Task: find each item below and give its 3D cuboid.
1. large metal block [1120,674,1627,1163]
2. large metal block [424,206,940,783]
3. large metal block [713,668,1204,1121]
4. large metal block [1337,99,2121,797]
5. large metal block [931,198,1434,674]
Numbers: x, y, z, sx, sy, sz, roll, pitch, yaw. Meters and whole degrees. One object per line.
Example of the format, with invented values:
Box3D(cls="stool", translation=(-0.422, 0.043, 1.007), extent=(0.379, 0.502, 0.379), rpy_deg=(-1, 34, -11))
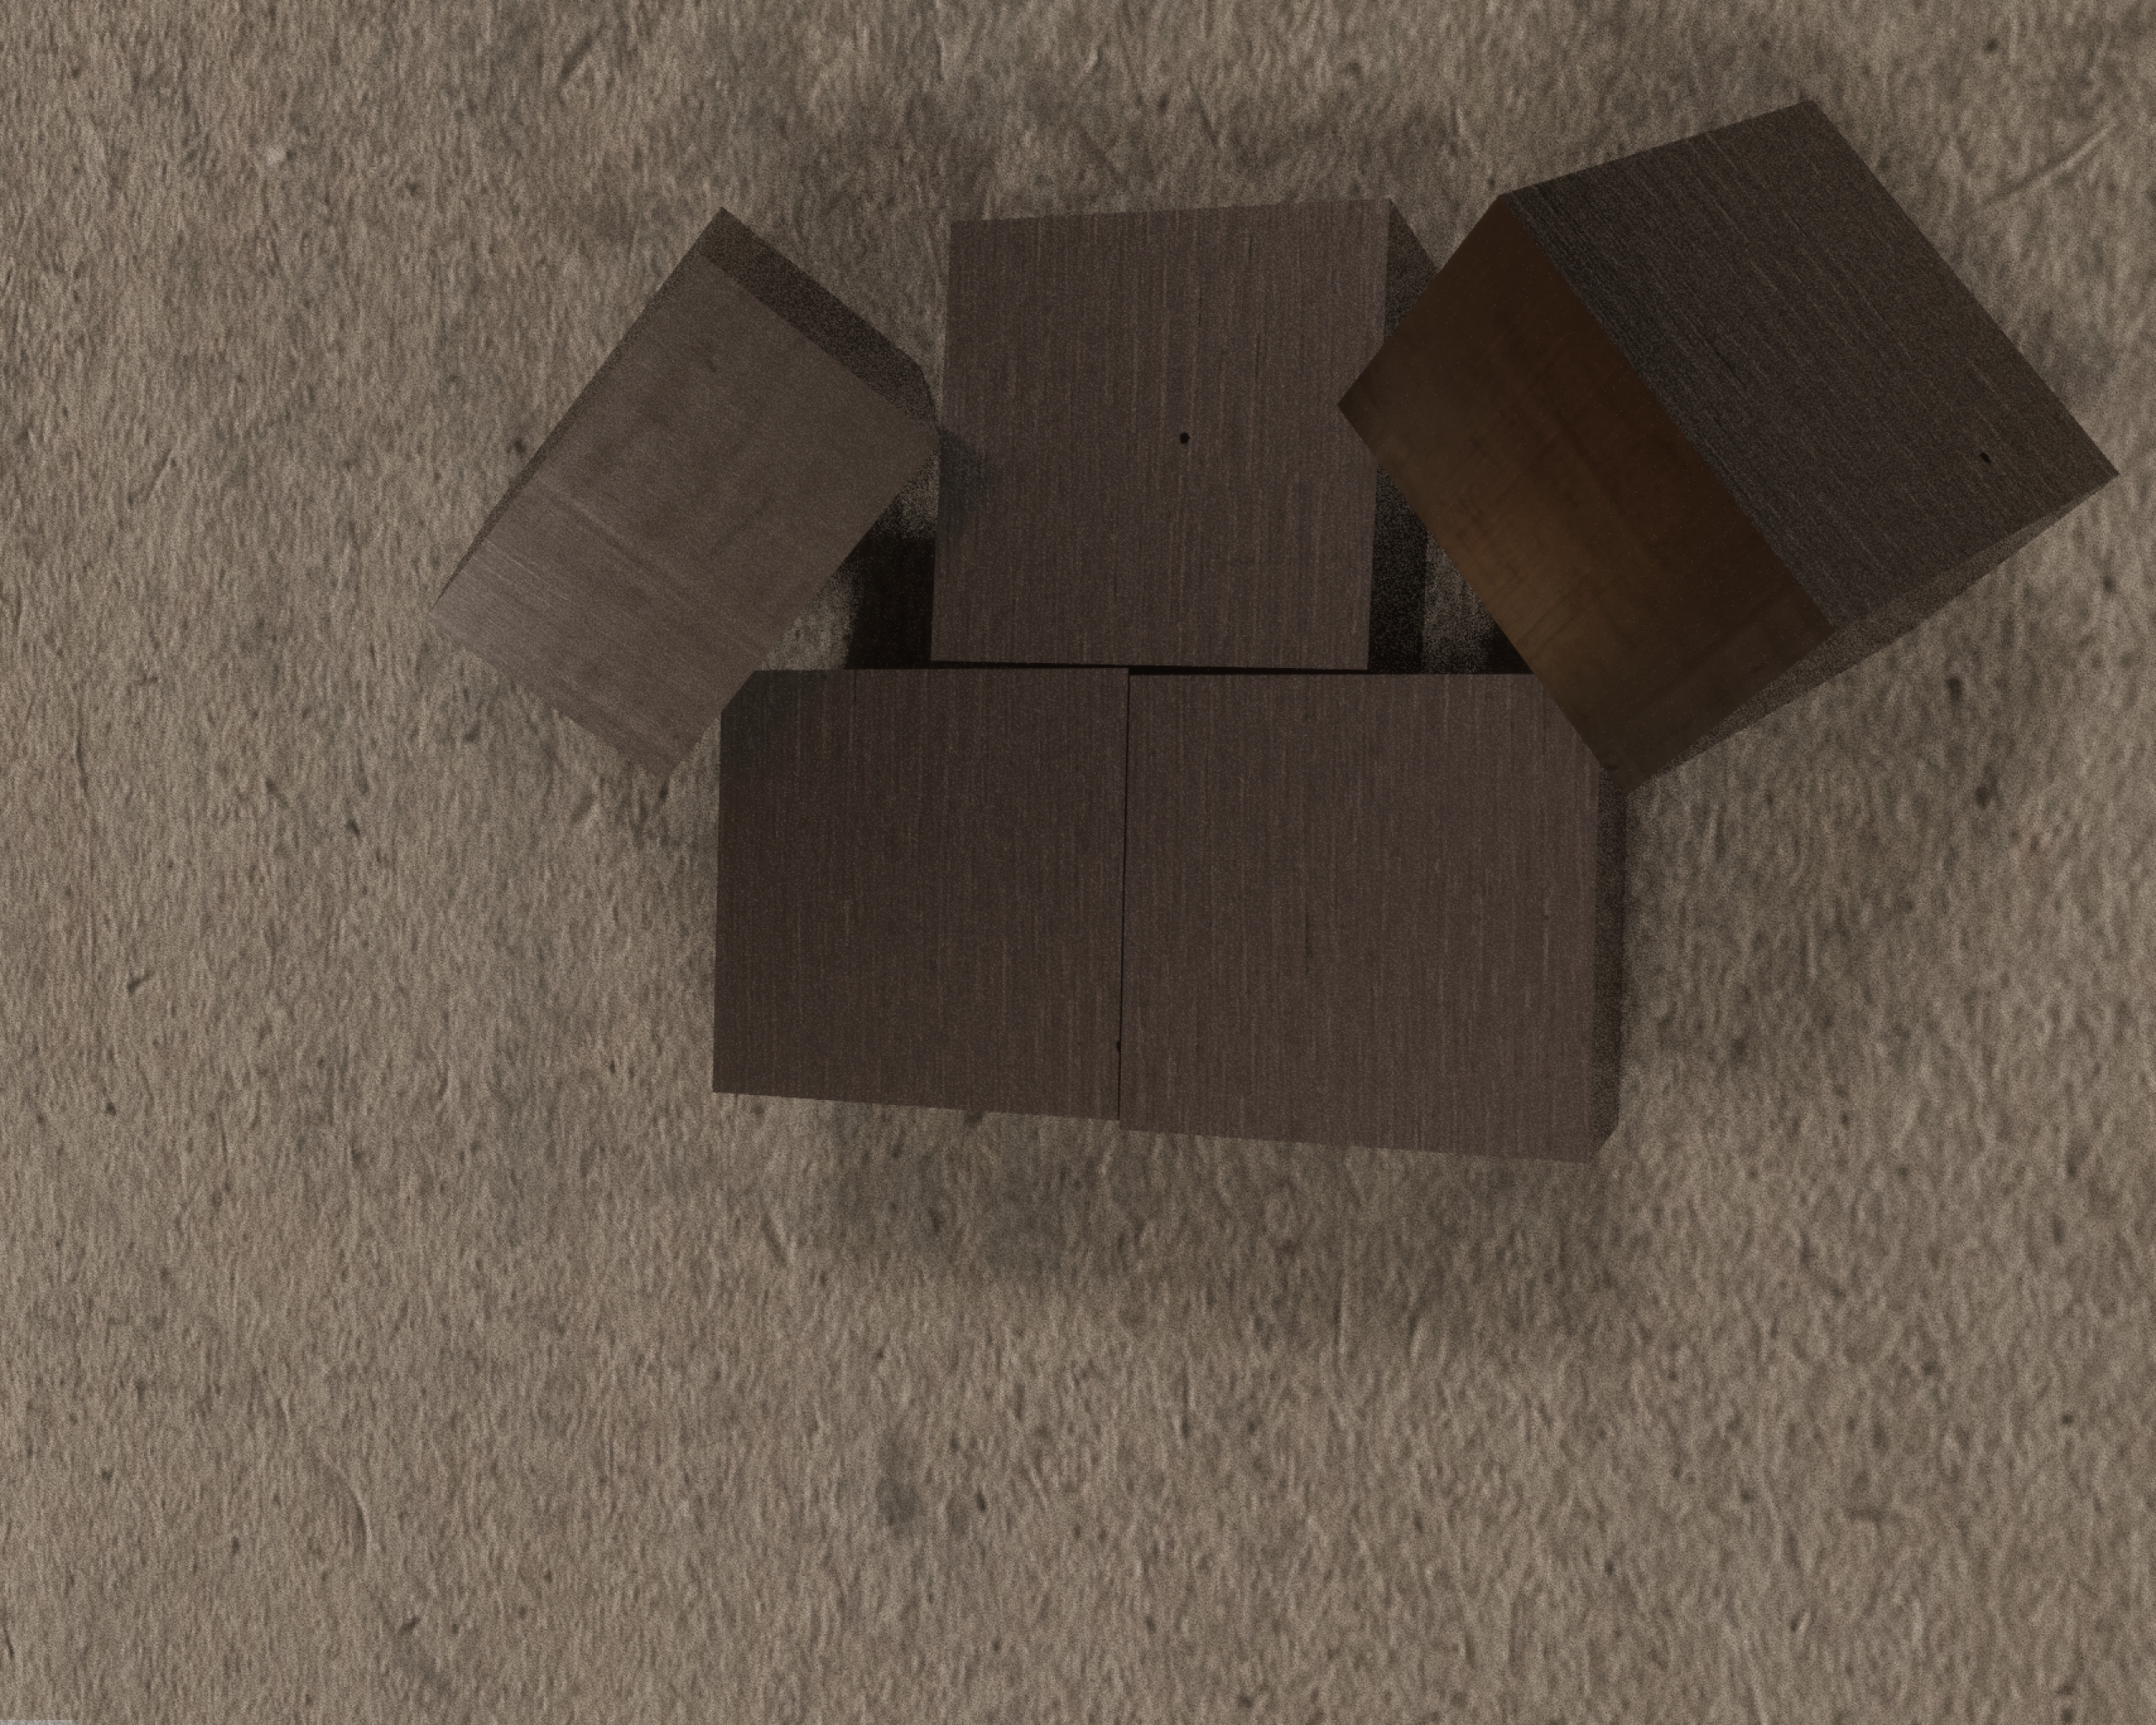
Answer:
Box3D(cls="large metal block", translation=(0.055, 0.008, 0.375), extent=(0.080, 0.050, 0.079), rpy_deg=(2, 91, 19))
Box3D(cls="large metal block", translation=(-0.073, -0.073, 0.398), extent=(0.050, 0.080, 0.080), rpy_deg=(36, 104, -19))
Box3D(cls="large metal block", translation=(-0.022, 0.004, 0.403), extent=(0.080, 0.050, 0.079), rpy_deg=(2, 91, 19))
Box3D(cls="large metal block", translation=(0.104, -0.069, 0.338), extent=(0.080, 0.081, 0.050), rpy_deg=(56, 147, 11))
Box3D(cls="large metal block", translation=(0.021, -0.075, 0.389), extent=(0.080, 0.050, 0.079), rpy_deg=(3, 91, 19))
